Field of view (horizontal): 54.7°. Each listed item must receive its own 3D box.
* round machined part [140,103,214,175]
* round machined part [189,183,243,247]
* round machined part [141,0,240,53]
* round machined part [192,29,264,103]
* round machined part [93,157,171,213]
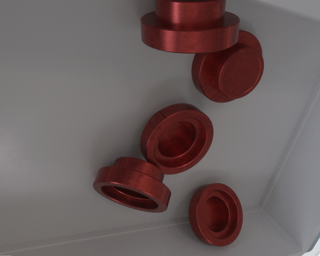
[{"bbox_3d":[0.019,0.011,0.414,0.099,0.042,0.097,-14,124,-21],"label":"round machined part"},{"bbox_3d":[0.086,0.142,0.511,0.099,0.042,0.098,10,71,-30],"label":"round machined part"},{"bbox_3d":[0.030,-0.111,0.309,0.099,0.098,0.042,-15,125,-20],"label":"round machined part"},{"bbox_3d":[0.094,-0.076,0.402,0.099,0.042,0.097,-14,124,-21],"label":"round machined part"},{"bbox_3d":[-0.033,0.071,0.401,0.098,0.098,0.042,45,52,-40],"label":"round machined part"}]
